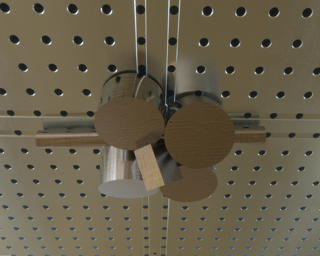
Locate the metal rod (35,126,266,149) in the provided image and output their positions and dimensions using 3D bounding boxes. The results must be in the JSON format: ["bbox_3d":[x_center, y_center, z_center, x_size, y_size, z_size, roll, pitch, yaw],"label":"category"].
[{"bbox_3d":[-0.012,0.012,0.417,0.302,0.025,0.025,-1,130,0],"label":"metal rod"}]

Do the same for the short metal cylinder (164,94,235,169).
[{"bbox_3d":[0.045,0.002,0.376,0.081,0.050,0.079,0,107,0],"label":"short metal cylinder"}]

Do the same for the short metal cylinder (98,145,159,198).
[{"bbox_3d":[-0.042,0.061,0.426,0.081,0.050,0.080,-1,150,0],"label":"short metal cylinder"}]

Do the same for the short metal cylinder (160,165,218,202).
[{"bbox_3d":[0.039,0.062,0.443,0.081,0.050,0.079,0,130,0],"label":"short metal cylinder"}]

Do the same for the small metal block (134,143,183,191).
[{"bbox_3d":[-0.001,0.046,0.383,0.025,0.050,0.050,-25,168,26],"label":"small metal block"}]

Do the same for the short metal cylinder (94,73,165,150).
[{"bbox_3d":[-0.035,-0.019,0.374,0.081,0.050,0.079,0,130,0],"label":"short metal cylinder"}]
